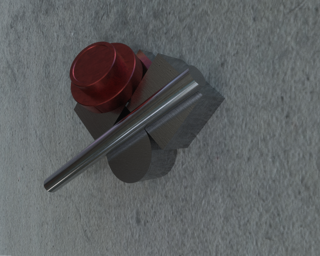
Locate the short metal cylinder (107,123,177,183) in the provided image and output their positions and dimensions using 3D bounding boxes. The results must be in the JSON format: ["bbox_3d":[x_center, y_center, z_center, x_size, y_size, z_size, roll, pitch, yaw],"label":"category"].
[{"bbox_3d":[-0.025,0.029,0.408,0.080,0.050,0.079,0,90,39],"label":"short metal cylinder"}]

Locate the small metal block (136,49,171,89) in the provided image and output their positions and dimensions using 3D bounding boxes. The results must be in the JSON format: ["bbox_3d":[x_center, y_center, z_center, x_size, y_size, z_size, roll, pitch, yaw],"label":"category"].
[{"bbox_3d":[-0.018,-0.069,0.418,0.050,0.025,0.050,50,119,28],"label":"small metal block"}]

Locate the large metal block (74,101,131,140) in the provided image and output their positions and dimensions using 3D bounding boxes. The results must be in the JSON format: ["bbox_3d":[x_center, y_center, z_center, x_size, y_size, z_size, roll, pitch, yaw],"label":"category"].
[{"bbox_3d":[-0.068,-0.030,0.443,0.080,0.050,0.080,50,119,28],"label":"large metal block"}]

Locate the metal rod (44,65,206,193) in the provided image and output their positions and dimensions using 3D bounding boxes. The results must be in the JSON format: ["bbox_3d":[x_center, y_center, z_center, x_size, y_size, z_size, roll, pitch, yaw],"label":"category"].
[{"bbox_3d":[-0.065,0.018,0.392,0.299,0.025,0.025,-34,69,34],"label":"metal rod"}]

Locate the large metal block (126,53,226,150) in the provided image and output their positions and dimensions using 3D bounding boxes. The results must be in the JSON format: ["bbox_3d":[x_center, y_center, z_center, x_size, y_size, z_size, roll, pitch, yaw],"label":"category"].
[{"bbox_3d":[0.017,-0.031,0.375,0.080,0.050,0.080,49,119,28],"label":"large metal block"}]

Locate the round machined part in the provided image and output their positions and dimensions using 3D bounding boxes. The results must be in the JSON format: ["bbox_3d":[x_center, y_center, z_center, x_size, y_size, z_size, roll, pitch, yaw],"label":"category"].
[{"bbox_3d":[-0.075,-0.071,0.398,0.098,0.042,0.098,-12,60,21],"label":"round machined part"}]
